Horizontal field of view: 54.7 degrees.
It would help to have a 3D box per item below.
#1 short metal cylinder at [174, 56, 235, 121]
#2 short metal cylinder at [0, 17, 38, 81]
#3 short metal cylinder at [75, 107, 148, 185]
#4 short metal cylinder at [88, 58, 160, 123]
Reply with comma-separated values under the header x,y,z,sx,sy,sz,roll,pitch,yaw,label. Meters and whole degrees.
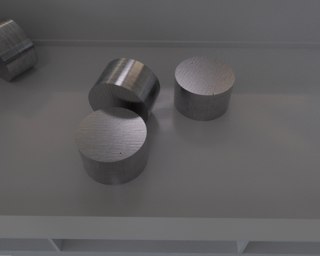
x,y,z,sx,sy,sz,roll,pitch,yaw,label
0.060,-0.056,0.436,0.080,0.050,0.080,0,50,0,short metal cylinder
-0.232,-0.118,0.467,0.080,0.080,0.050,30,56,23,short metal cylinder
-0.055,0.021,0.371,0.080,0.050,0.080,0,50,0,short metal cylinder
-0.045,-0.044,0.406,0.080,0.080,0.050,13,52,11,short metal cylinder
